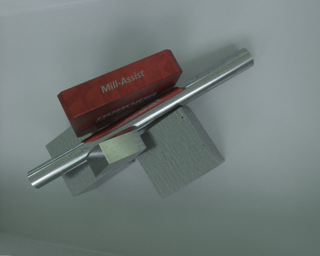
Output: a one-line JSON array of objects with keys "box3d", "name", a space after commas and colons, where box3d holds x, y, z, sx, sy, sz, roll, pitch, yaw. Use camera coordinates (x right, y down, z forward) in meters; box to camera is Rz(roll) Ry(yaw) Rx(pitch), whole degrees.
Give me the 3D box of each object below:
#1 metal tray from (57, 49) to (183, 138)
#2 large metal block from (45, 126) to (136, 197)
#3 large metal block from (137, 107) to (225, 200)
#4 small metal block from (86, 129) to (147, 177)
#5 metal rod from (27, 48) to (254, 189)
[{"box3d": [-0.045, -0.037, 0.361, 0.131, 0.090, 0.030, -25, 82, -15], "name": "metal tray"}, {"box3d": [-0.095, 0.035, 0.426, 0.080, 0.050, 0.080, -35, 79, 16], "name": "large metal block"}, {"box3d": [0.022, 0.031, 0.387, 0.080, 0.050, 0.080, -35, 79, 16], "name": "large metal block"}, {"box3d": [-0.052, 0.030, 0.361, 0.025, 0.050, 0.050, 61, 144, 10], "name": "small metal block"}, {"box3d": [-0.024, -0.011, 0.377, 0.301, 0.025, 0.025, -30, 80, 2], "name": "metal rod"}]
